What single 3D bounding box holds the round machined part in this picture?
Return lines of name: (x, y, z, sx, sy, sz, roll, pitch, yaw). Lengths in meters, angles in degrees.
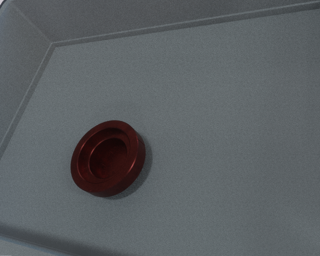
round machined part: (-0.062, 0.042, 0.400, 0.098, 0.042, 0.098, -13, 56, 20)
